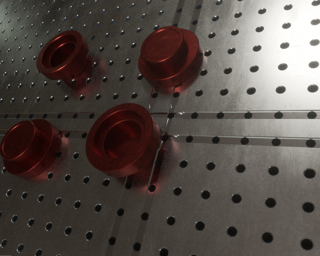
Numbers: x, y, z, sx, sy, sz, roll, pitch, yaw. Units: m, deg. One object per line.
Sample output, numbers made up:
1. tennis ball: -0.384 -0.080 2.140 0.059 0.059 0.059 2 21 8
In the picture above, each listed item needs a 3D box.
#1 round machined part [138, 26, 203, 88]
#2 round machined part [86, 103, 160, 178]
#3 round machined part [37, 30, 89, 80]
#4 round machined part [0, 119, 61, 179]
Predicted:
1. round machined part: 0.010 -0.111 0.459 0.098 0.042 0.098 -13 56 20
2. round machined part: -0.045 0.019 0.408 0.098 0.042 0.098 -13 56 20
3. round machined part: -0.170 -0.126 0.561 0.098 0.042 0.098 -13 56 20
4. round machined part: -0.210 0.027 0.488 0.098 0.042 0.098 -13 56 20
